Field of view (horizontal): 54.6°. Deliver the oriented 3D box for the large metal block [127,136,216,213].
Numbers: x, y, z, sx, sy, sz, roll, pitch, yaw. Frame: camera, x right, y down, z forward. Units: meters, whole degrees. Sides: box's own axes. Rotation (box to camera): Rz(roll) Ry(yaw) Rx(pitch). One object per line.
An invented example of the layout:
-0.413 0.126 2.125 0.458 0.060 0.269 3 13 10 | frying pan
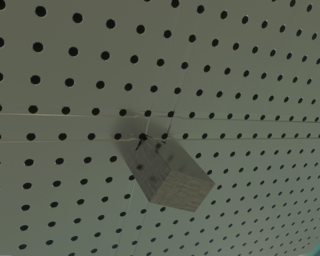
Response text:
0.014 0.062 0.421 0.080 0.080 0.050 23 106 -37 | large metal block
